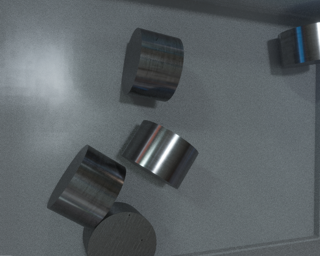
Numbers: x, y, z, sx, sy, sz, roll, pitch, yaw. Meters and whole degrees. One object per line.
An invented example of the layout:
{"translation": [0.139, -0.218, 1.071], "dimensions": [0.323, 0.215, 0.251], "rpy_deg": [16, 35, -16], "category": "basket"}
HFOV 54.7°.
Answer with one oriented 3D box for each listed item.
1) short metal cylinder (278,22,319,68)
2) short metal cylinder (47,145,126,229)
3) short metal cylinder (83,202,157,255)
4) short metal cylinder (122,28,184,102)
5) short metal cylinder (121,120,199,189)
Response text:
{"translation": [0.222, -0.122, 0.463], "dimensions": [0.081, 0.080, 0.050], "rpy_deg": [-9, 93, -20], "category": "short metal cylinder"}
{"translation": [-0.082, 0.066, 0.351], "dimensions": [0.050, 0.080, 0.080], "rpy_deg": [35, 79, -17], "category": "short metal cylinder"}
{"translation": [-0.051, 0.136, 0.379], "dimensions": [0.081, 0.050, 0.080], "rpy_deg": [0, 90, -20], "category": "short metal cylinder"}
{"translation": [-0.011, -0.075, 0.377], "dimensions": [0.050, 0.080, 0.080], "rpy_deg": [9, 87, -20], "category": "short metal cylinder"}
{"translation": [0.000, 0.033, 0.381], "dimensions": [0.080, 0.080, 0.050], "rpy_deg": [35, 79, -17], "category": "short metal cylinder"}
